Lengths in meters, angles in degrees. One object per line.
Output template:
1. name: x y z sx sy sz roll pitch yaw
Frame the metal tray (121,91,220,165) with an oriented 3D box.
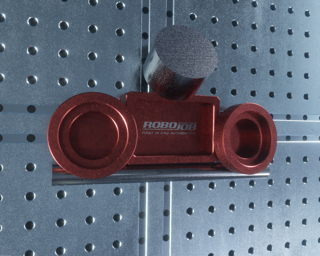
1. metal tray: 0.015 0.001 0.411 0.131 0.030 0.089 1 90 -21

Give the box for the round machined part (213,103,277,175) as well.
1. round machined part: 0.114 0.015 0.436 0.099 0.042 0.097 1 88 -28

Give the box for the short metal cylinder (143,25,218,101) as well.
1. short metal cylinder: 0.024 -0.081 0.389 0.081 0.050 0.080 9 61 -16

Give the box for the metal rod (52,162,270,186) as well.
1. metal rod: 0.015 0.059 0.414 0.302 0.025 0.025 2 90 -20

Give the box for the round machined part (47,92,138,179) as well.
1. round machined part: -0.078 0.009 0.366 0.099 0.042 0.097 1 87 -12
